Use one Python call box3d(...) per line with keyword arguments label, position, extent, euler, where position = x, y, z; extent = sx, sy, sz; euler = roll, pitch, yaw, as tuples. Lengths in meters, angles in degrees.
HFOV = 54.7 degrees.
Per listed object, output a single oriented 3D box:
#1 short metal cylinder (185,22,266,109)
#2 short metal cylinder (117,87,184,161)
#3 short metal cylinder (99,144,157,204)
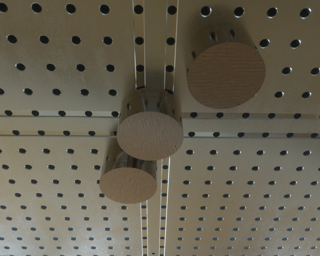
box3d(label="short metal cylinder", position=(0.068, -0.067, 0.339), extent=(0.081, 0.050, 0.079), euler=(-1, 130, 0))
box3d(label="short metal cylinder", position=(-0.012, -0.004, 0.391), extent=(0.081, 0.050, 0.079), euler=(0, 130, 0))
box3d(label="short metal cylinder", position=(-0.044, 0.066, 0.451), extent=(0.081, 0.050, 0.079), euler=(0, 130, 0))
